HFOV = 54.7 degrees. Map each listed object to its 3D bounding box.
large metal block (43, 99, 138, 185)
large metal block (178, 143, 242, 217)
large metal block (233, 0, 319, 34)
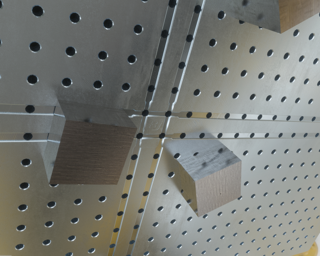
[{"bbox_3d":[-0.083,0.019,0.362,0.081,0.050,0.079,7,115,-32],"label":"large metal block"},{"bbox_3d":[0.080,0.082,0.492,0.081,0.050,0.079,-21,127,-16],"label":"large metal block"},{"bbox_3d":[0.140,-0.159,0.356,0.080,0.080,0.050,-30,129,-10],"label":"large metal block"}]
